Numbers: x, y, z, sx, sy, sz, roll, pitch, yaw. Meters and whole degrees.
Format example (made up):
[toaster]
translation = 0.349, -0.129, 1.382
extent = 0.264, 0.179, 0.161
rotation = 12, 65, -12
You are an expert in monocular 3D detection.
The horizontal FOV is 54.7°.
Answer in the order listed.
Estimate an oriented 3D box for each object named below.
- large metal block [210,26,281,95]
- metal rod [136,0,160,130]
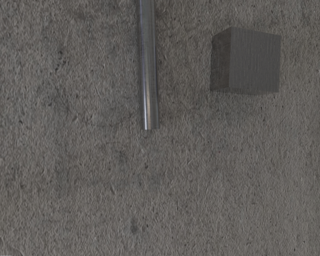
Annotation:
[large metal block]
translation = 0.121, -0.091, 0.440
extent = 0.081, 0.050, 0.080
rotation = 3, 89, -20
[metal rod]
translation = -0.018, -0.147, 0.402
extent = 0.025, 0.025, 0.298
rotation = -3, 91, -20
